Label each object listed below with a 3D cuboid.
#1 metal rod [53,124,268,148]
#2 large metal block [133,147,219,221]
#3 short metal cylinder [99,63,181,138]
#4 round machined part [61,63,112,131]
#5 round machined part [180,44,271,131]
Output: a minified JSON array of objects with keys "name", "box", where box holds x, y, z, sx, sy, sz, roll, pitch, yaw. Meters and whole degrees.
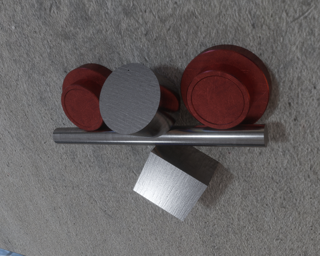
[{"name":"metal rod","box":[-0.020,0.010,0.398,0.300,0.025,0.025,-1,118,28]},{"name":"large metal block","box":[0.020,0.066,0.419,0.080,0.050,0.079,31,128,8]},{"name":"short metal cylinder","box":[-0.023,-0.030,0.362,0.080,0.050,0.080,-4,81,28]},{"name":"round machined part","box":[-0.095,-0.035,0.425,0.098,0.042,0.097,13,124,21]},{"name":"round machined part","box":[0.068,-0.037,0.339,0.098,0.042,0.097,13,124,21]}]
